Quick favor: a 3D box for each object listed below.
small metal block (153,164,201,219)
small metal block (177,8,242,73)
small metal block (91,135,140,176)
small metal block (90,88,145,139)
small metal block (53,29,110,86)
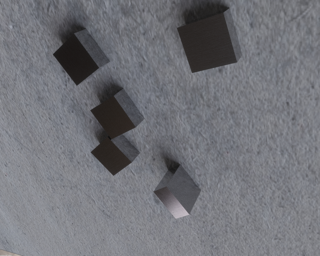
[{"bbox_3d":[0.025,0.088,0.430,0.025,0.050,0.050,-31,102,37],"label":"small metal block"},{"bbox_3d":[0.052,-0.090,0.323,0.050,0.025,0.050,-8,114,31],"label":"small metal block"},{"bbox_3d":[-0.067,0.037,0.463,0.050,0.025,0.050,47,129,-6],"label":"small metal block"},{"bbox_3d":[-0.058,-0.019,0.424,0.050,0.025,0.050,-25,105,36],"label":"small metal block"},{"bbox_3d":[-0.102,-0.091,0.402,0.050,0.025,0.050,-27,104,37],"label":"small metal block"}]
